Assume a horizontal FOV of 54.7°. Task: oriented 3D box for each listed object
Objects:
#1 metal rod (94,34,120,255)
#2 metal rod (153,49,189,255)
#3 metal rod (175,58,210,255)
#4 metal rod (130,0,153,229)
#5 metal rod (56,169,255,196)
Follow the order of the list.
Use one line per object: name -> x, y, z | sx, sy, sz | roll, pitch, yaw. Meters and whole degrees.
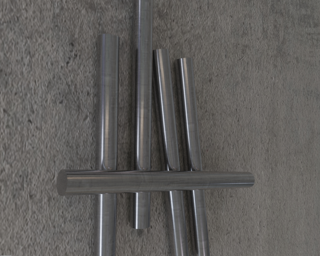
metal rod -> -0.061, 0.045, 0.353 | 0.025, 0.025, 0.298 | 1, 89, -40
metal rod -> 0.014, 0.047, 0.416 | 0.025, 0.025, 0.298 | -10, 97, -40
metal rod -> 0.048, 0.052, 0.444 | 0.025, 0.025, 0.298 | -10, 96, -40
metal rod -> -0.023, -0.028, 0.385 | 0.025, 0.025, 0.298 | 1, 89, -40
metal rod -> 0.023, 0.066, 0.389 | 0.302, 0.025, 0.025 | 7, 86, -40
